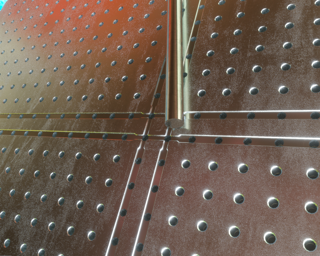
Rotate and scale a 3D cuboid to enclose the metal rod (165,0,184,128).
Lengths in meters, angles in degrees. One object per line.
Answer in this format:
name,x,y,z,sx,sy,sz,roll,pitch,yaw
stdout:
metal rod,0.023,-0.134,0.479,0.025,0.025,0.300,-12,56,22
